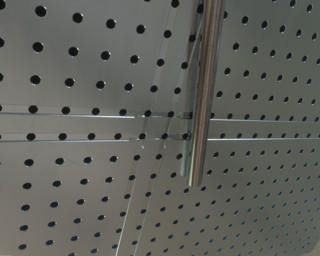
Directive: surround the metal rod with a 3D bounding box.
[{"bbox_3d":[0.059,-0.043,0.415,0.025,0.025,0.298,-12,124,-22],"label":"metal rod"}]
